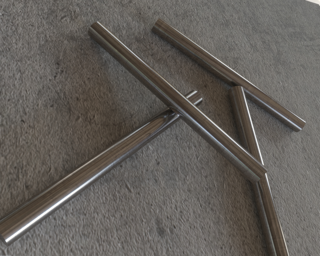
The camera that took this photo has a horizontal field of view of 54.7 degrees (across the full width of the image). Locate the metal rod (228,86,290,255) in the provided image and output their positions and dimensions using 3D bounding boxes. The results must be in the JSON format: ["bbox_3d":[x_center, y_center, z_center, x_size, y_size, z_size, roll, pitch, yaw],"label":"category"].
[{"bbox_3d":[0.138,0.069,0.435,0.025,0.025,0.299,8,58,-24],"label":"metal rod"}]

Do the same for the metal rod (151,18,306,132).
[{"bbox_3d":[0.117,-0.086,0.518,0.301,0.025,0.025,34,51,-6],"label":"metal rod"}]

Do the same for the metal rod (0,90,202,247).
[{"bbox_3d":[-0.044,0.025,0.364,0.025,0.025,0.302,49,51,6],"label":"metal rod"}]

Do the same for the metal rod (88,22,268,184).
[{"bbox_3d":[0.014,-0.041,0.405,0.300,0.025,0.025,43,50,13],"label":"metal rod"}]
